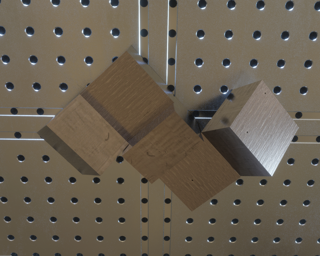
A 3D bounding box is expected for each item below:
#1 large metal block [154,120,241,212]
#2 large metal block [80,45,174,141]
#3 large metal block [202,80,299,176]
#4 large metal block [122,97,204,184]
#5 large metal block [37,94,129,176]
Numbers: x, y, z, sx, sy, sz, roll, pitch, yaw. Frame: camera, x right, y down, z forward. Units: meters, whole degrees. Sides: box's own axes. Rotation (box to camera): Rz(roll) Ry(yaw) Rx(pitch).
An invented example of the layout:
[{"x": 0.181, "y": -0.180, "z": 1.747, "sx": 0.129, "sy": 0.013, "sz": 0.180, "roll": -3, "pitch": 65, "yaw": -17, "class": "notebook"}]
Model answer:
[{"x": 0.047, "y": 0.050, "z": 0.418, "sx": 0.080, "sy": 0.050, "sz": 0.080, "roll": -39, "pitch": 104, "yaw": 13, "class": "large metal block"}, {"x": -0.040, "y": -0.042, "z": 0.384, "sx": 0.080, "sy": 0.050, "sz": 0.080, "roll": -39, "pitch": 106, "yaw": 14, "class": "large metal block"}, {"x": 0.111, "y": 0.002, "z": 0.379, "sx": 0.080, "sy": 0.050, "sz": 0.080, "roll": 47, "pitch": 63, "yaw": -16, "class": "large metal block"}, {"x": 0.003, "y": 0.009, "z": 0.387, "sx": 0.080, "sy": 0.080, "sz": 0.050, "roll": -40, "pitch": 107, "yaw": 13, "class": "large metal block"}, {"x": -0.097, "y": 0.012, "z": 0.380, "sx": 0.080, "sy": 0.080, "sz": 0.050, "roll": 47, "pitch": 65, "yaw": -15, "class": "large metal block"}]
